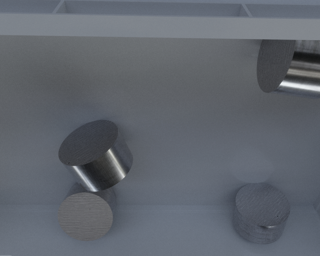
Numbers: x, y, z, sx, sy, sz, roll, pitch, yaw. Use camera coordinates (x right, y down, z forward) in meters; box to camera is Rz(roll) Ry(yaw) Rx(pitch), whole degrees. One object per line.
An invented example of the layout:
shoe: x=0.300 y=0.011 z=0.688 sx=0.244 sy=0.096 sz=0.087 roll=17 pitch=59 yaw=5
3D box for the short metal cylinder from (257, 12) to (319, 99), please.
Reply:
short metal cylinder: x=0.139 y=-0.072 z=0.314 sx=0.050 sy=0.080 sz=0.079 roll=7 pitch=130 yaw=-6

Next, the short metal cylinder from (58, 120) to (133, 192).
short metal cylinder: x=-0.082 y=0.035 z=0.401 sx=0.080 sy=0.080 sz=0.050 roll=-14 pitch=129 yaw=11

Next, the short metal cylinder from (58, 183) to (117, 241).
short metal cylinder: x=-0.110 y=0.125 z=0.478 sx=0.081 sy=0.050 sz=0.079 roll=0 pitch=105 yaw=-1

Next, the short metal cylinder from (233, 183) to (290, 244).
short metal cylinder: x=0.159 y=0.134 z=0.490 sx=0.080 sy=0.080 sz=0.050 roll=-3 pitch=130 yaw=2
